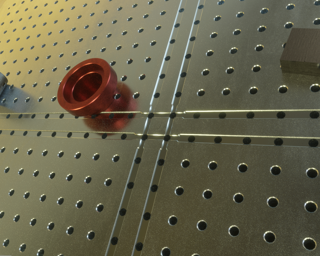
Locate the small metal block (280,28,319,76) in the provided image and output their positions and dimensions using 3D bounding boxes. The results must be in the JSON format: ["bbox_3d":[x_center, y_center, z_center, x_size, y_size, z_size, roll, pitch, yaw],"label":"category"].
[{"bbox_3d":[0.178,-0.091,0.371,0.050,0.025,0.050,14,69,34],"label":"small metal block"}]

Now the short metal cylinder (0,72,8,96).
[{"bbox_3d":[-0.354,-0.090,0.614,0.080,0.080,0.050,3,64,30],"label":"short metal cylinder"}]

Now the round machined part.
[{"bbox_3d":[-0.109,-0.060,0.492,0.098,0.042,0.098,-13,56,21],"label":"round machined part"}]
